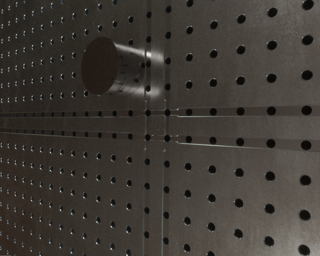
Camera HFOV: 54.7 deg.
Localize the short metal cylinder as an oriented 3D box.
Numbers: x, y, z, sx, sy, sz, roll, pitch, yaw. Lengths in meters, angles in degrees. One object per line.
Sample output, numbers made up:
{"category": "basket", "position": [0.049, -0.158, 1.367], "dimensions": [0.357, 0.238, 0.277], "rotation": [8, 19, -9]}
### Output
{"category": "short metal cylinder", "position": [-0.068, -0.086, 0.447], "dimensions": [0.080, 0.050, 0.079], "rotation": [0, 90, 39]}
